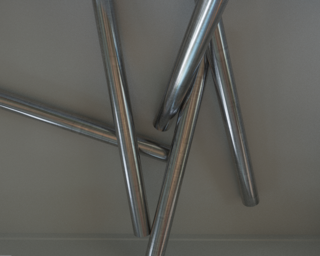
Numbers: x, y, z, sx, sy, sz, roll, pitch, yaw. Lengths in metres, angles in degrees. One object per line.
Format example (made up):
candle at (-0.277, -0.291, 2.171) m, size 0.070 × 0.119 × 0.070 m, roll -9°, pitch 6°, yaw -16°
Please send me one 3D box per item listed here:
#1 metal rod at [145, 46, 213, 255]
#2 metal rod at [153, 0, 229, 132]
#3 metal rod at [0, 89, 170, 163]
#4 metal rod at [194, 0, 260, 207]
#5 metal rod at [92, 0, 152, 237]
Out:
metal rod at (0.022, 0.043, 0.393) m, size 0.025 × 0.025 × 0.298 m, roll 12°, pitch 96°, yaw -5°
metal rod at (0.036, -0.087, 0.292) m, size 0.025 × 0.025 × 0.298 m, roll 14°, pitch 144°, yaw -6°
metal rod at (-0.117, -0.008, 0.406) m, size 0.302 × 0.025 × 0.025 m, roll 19°, pitch 109°, yaw -8°
metal rod at (0.089, -0.021, 0.389) m, size 0.025 × 0.025 × 0.298 m, roll -16°, pitch 116°, yaw 5°
metal rod at (-0.044, -0.005, 0.386) m, size 0.025 × 0.025 × 0.298 m, roll -8°, pitch 102°, yaw 2°
